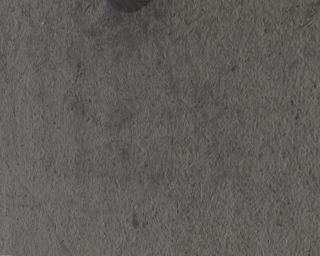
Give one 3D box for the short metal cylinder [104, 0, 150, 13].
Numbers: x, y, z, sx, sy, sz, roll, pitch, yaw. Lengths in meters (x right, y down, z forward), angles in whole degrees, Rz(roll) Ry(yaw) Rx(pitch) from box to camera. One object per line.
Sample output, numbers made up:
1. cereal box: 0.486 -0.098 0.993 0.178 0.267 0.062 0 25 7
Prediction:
1. short metal cylinder: -0.050 -0.203 0.413 0.080 0.050 0.080 0 90 20
